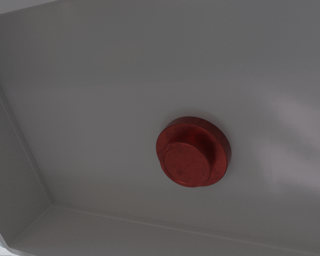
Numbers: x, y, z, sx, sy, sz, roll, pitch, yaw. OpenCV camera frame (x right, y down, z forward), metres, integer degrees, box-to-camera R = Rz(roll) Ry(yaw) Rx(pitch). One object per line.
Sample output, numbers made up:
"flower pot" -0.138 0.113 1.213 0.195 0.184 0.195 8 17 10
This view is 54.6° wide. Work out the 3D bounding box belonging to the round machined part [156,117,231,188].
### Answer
"round machined part" 0.039 0.038 0.401 0.098 0.042 0.097 13 124 21
